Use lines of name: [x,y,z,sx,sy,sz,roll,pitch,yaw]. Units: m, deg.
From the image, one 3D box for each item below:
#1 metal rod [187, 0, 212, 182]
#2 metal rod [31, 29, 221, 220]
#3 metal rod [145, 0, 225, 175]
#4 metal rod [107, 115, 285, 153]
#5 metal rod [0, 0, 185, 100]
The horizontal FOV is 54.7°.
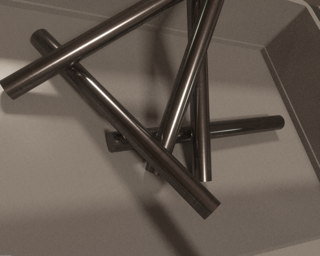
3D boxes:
metal rod: [0.050,-0.081,0.407,0.025,0.025,0.298,0,86,-29]
metal rod: [-0.049,-0.014,0.360,0.300,0.025,0.025,44,50,13]
metal rod: [0.042,-0.088,0.370,0.025,0.025,0.298,18,92,-18]
metal rod: [0.071,0.004,0.443,0.303,0.025,0.025,-6,65,-31]
metal rod: [-0.046,-0.123,0.368,0.301,0.025,0.025,-33,80,-10]
